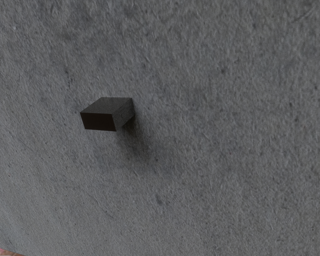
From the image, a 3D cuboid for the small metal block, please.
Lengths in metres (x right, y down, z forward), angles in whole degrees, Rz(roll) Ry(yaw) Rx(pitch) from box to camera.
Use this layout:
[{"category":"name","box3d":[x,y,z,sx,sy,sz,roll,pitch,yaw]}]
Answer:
[{"category":"small metal block","box3d":[-0.069,-0.020,0.416,0.050,0.050,0.025,4,120,26]}]
